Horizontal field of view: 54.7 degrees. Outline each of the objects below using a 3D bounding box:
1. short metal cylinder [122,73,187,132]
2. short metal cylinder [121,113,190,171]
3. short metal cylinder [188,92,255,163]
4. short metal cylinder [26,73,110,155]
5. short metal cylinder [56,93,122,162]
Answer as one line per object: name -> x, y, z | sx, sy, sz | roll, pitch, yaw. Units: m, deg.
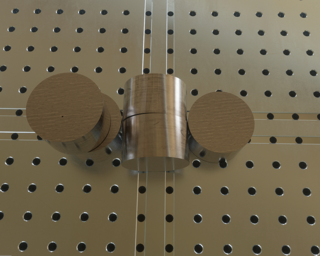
short metal cylinder -> -0.006, -0.028, 0.393 | 0.081, 0.080, 0.050 | 1, 71, 0
short metal cylinder -> -0.006, 0.020, 0.375 | 0.081, 0.080, 0.050 | -1, 70, -1
short metal cylinder -> 0.074, 0.000, 0.398 | 0.081, 0.050, 0.080 | 0, 70, 0
short metal cylinder -> -0.100, -0.015, 0.348 | 0.081, 0.050, 0.080 | 0, 70, 0
short metal cylinder -> -0.087, -0.001, 0.398 | 0.081, 0.050, 0.080 | 0, 70, 0
